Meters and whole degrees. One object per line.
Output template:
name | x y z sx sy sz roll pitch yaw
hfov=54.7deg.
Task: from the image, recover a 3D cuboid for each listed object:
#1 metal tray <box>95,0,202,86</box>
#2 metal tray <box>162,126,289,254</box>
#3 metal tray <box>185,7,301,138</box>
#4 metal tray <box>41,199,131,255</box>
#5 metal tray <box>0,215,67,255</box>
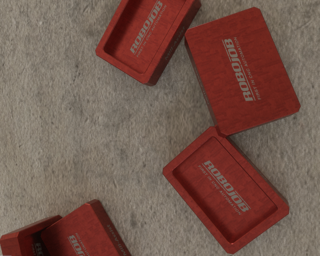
metal tray | -0.017 -0.133 0.411 0.090 0.030 0.129 34 100 16
metal tray | 0.078 0.073 0.378 0.090 0.030 0.130 -43 77 14
metal tray | 0.091 -0.063 0.357 0.090 0.030 0.129 -19 81 1
metal tray | -0.096 0.178 0.432 0.090 0.030 0.130 -34 81 10
metal tray | -0.162 0.197 0.429 0.030 0.090 0.129 -18 84 19
